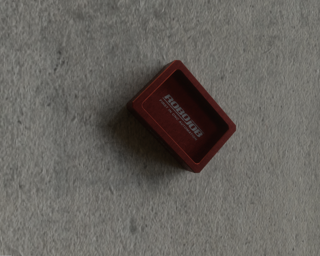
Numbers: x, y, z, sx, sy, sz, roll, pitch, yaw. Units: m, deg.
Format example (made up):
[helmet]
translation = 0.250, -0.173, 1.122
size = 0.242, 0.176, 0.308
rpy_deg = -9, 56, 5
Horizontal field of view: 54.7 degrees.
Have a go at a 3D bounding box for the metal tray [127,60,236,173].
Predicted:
[metal tray]
translation = 0.031, -0.014, 0.418
size = 0.090, 0.030, 0.130
rpy_deg = -47, 105, -14
